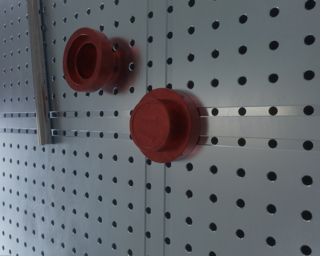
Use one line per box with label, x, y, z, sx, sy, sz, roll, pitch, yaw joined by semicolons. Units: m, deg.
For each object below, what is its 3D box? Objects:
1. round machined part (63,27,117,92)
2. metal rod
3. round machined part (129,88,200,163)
round machined part;-0.107;-0.104;0.486;0.098;0.042;0.097;0;90;40
metal rod;-0.235;-0.115;0.603;0.025;0.025;0.298;-12;83;39
round machined part;-0.001;-0.003;0.399;0.098;0.042;0.097;0;90;40
